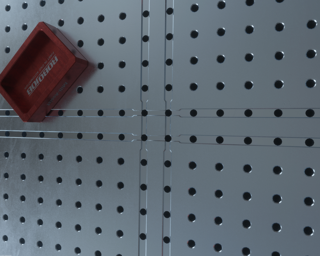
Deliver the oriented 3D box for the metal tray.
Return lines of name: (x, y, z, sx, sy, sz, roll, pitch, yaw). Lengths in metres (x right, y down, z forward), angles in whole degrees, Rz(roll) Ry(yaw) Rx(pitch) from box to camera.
metal tray: (-0.183, -0.083, 0.472, 0.130, 0.030, 0.090, -46, 76, 13)
